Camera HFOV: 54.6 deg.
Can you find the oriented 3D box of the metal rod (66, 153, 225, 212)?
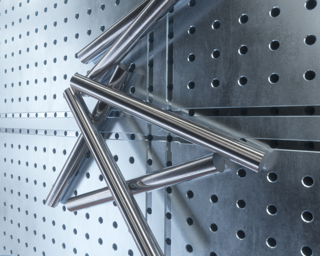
[{"bbox_3d":[-0.042,0.086,0.445,0.299,0.025,0.025,-23,75,37],"label":"metal rod"}]

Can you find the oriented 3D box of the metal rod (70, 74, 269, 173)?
[{"bbox_3d":[-0.010,-0.018,0.398,0.300,0.025,0.025,24,106,31],"label":"metal rod"}]

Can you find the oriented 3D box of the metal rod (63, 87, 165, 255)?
[{"bbox_3d":[-0.070,0.059,0.434,0.025,0.025,0.299,-46,62,30],"label":"metal rod"}]

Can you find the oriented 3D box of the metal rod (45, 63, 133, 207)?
[{"bbox_3d":[-0.126,0.025,0.514,0.025,0.025,0.298,48,119,29],"label":"metal rod"}]

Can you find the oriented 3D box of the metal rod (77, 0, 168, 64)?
[{"bbox_3d":[-0.017,-0.163,0.424,0.299,0.025,0.025,-22,76,38],"label":"metal rod"}]

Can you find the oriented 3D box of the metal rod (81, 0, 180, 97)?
[{"bbox_3d":[-0.035,-0.128,0.422,0.299,0.025,0.025,-35,69,40],"label":"metal rod"}]
